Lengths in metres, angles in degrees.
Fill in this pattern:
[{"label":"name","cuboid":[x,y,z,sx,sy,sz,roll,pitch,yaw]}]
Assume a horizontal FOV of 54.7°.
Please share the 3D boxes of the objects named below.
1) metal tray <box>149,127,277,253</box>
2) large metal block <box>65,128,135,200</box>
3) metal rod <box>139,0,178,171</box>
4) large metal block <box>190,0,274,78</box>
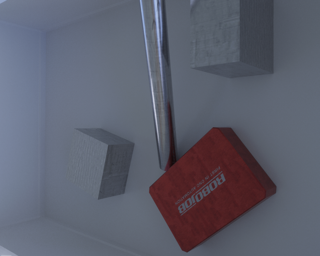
[{"label":"metal tray","cuboid":[0.053,0.072,0.358,0.129,0.030,0.090,-47,62,29]},{"label":"large metal block","cuboid":[-0.091,0.050,0.463,0.080,0.050,0.079,20,103,38]},{"label":"metal rod","cuboid":[-0.003,-0.079,0.322,0.025,0.025,0.298,21,130,38]},{"label":"large metal block","cuboid":[0.074,-0.097,0.309,0.050,0.081,0.079,0,90,40]}]
